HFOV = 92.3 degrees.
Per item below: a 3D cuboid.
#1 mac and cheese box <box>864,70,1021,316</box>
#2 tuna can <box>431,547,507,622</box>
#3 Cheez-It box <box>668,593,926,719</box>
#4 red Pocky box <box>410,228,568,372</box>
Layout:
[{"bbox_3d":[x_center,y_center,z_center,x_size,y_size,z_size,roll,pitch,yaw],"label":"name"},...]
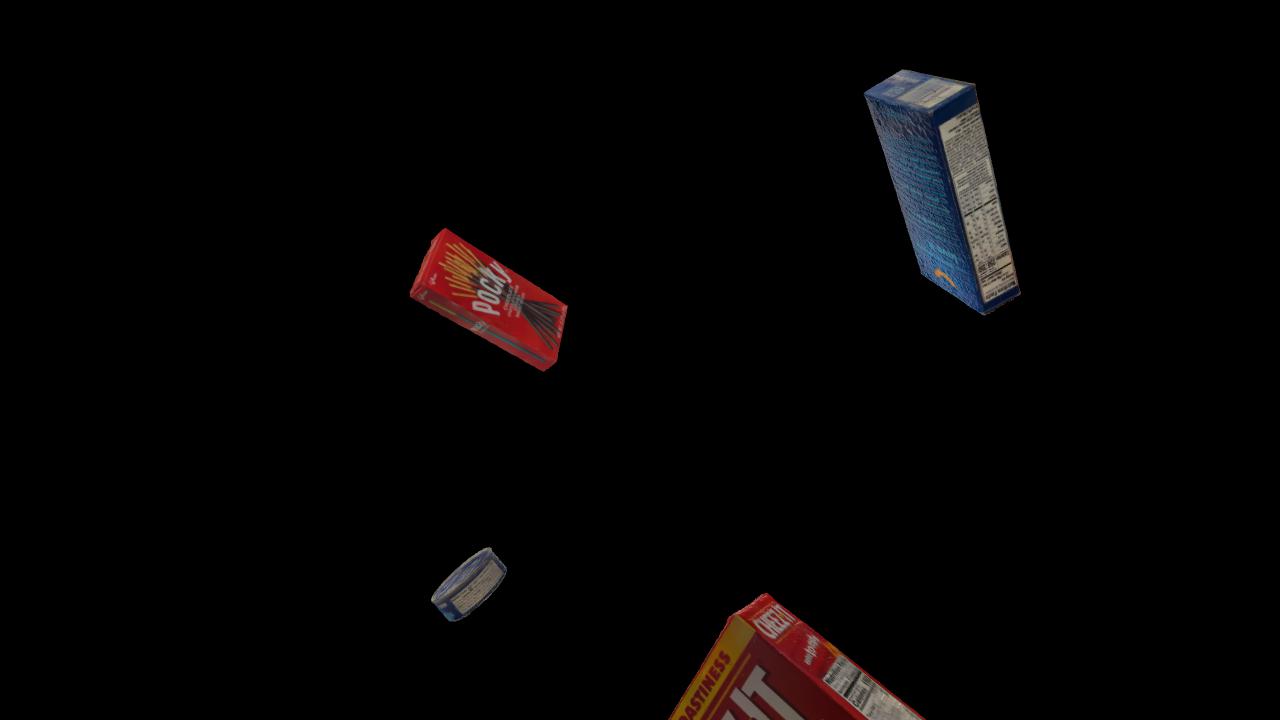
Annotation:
[{"bbox_3d":[0.242,-0.132,0.491,0.041,0.184,0.093,-31,32,6],"label":"mac and cheese box"},{"bbox_3d":[-0.194,0.257,0.704,0.084,0.034,0.084,-37,7,5],"label":"tuna can"},{"bbox_3d":[0.119,0.287,0.385,0.223,0.166,0.071,34,12,30],"label":"Cheez-It box"},{"bbox_3d":[-0.144,-0.058,0.616,0.155,0.083,0.028,32,-46,-29],"label":"red Pocky box"}]
